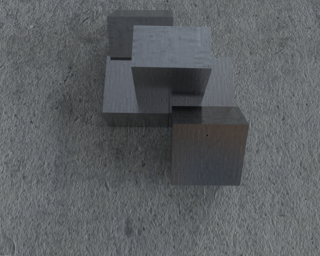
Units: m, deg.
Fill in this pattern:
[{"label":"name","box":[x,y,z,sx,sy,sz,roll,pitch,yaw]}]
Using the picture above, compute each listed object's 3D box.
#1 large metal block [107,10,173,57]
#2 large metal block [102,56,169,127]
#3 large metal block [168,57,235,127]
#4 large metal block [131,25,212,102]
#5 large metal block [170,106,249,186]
[{"label":"large metal block","box":[-0.024,-0.130,0.421,0.081,0.050,0.080,0,26,0]},{"label":"large metal block","box":[-0.029,-0.047,0.411,0.081,0.050,0.080,1,70,0]},{"label":"large metal block","box":[0.052,-0.047,0.412,0.081,0.050,0.080,1,70,0]},{"label":"large metal block","box":[0.012,-0.070,0.353,0.081,0.080,0.050,1,70,0]},{"label":"large metal block","box":[0.054,0.021,0.367,0.081,0.079,0.050,1,26,-1]}]
